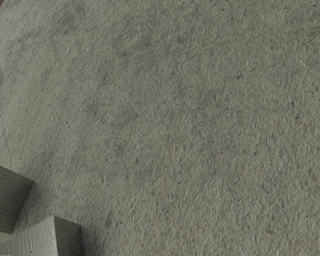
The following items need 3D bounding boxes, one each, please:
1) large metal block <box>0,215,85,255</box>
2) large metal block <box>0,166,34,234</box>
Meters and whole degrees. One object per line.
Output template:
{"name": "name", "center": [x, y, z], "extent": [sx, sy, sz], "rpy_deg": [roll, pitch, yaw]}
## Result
{"name": "large metal block", "center": [-0.135, 0.161, 0.360], "extent": [0.080, 0.050, 0.080], "rpy_deg": [-30, 52, 9]}
{"name": "large metal block", "center": [-0.240, 0.097, 0.435], "extent": [0.050, 0.080, 0.080], "rpy_deg": [1, 62, 29]}
